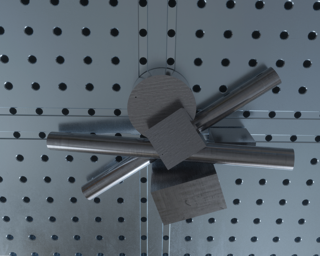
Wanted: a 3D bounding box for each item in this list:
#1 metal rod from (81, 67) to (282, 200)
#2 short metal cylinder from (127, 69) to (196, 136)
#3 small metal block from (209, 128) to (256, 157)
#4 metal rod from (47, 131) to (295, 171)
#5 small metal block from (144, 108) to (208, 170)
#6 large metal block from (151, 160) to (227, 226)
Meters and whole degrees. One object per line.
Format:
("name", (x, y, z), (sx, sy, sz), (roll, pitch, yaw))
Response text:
("metal rod", (0.020, 0.013, 0.415), (0.300, 0.025, 0.025), (-32, 107, 11))
("short metal cylinder", (0.002, -0.031, 0.385), (0.081, 0.050, 0.079), (0, 109, 0))
("small metal block", (0.092, 0.020, 0.405), (0.050, 0.050, 0.025), (1, 110, 1))
("metal rod", (0.003, 0.026, 0.382), (0.301, 0.025, 0.025), (4, 111, 12))
("small metal block", (0.019, 0.012, 0.352), (0.050, 0.025, 0.050), (-34, 84, 11))
("large metal block", (0.035, 0.072, 0.406), (0.080, 0.080, 0.050), (-17, 109, 6))
